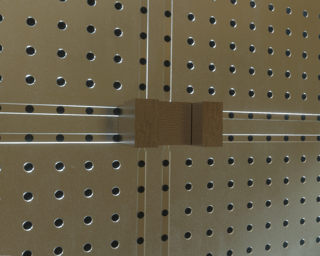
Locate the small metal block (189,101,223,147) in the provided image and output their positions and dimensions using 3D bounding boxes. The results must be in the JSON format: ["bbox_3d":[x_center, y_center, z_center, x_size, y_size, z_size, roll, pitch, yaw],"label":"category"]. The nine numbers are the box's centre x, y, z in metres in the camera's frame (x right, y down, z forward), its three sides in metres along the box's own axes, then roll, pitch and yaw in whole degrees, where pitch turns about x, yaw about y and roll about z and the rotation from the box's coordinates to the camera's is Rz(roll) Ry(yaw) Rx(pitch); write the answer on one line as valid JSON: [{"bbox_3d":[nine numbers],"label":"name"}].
[{"bbox_3d":[0.050,-0.004,0.364,0.025,0.050,0.050,1,90,-20],"label":"small metal block"}]

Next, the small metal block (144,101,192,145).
[{"bbox_3d":[0.009,-0.005,0.364,0.050,0.025,0.050,1,90,-21],"label":"small metal block"}]

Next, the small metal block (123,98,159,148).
[{"bbox_3d":[-0.022,-0.005,0.338,0.025,0.050,0.050,1,90,-20],"label":"small metal block"}]

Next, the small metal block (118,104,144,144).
[{"bbox_3d":[-0.034,-0.005,0.387,0.025,0.050,0.050,1,90,-20],"label":"small metal block"}]

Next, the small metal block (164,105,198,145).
[{"bbox_3d":[0.027,-0.004,0.410,0.025,0.050,0.050,-1,91,-20],"label":"small metal block"}]
